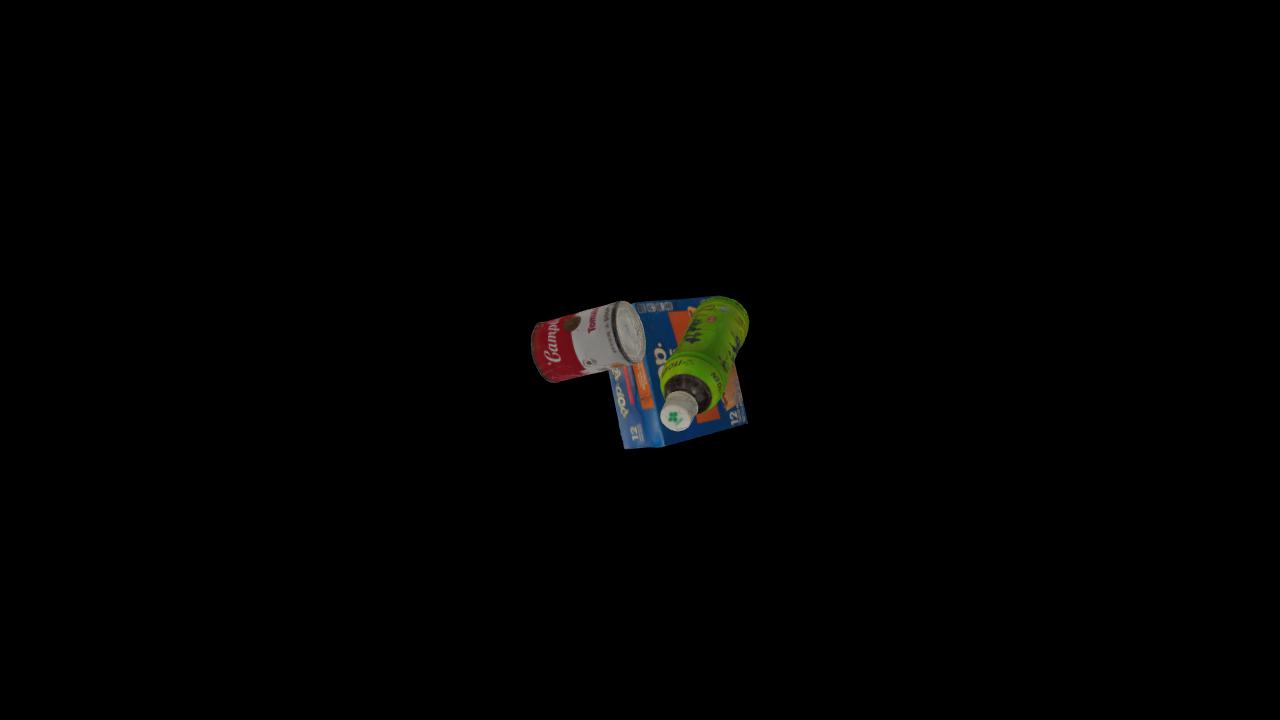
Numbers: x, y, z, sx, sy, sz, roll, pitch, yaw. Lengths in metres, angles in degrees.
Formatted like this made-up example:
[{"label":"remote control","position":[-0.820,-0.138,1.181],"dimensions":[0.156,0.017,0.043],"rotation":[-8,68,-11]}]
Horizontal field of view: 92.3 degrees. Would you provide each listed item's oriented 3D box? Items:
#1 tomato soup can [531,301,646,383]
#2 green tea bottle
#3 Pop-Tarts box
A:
[{"label":"tomato soup can","position":[-0.053,-0.018,0.638],"dimensions":[0.101,0.068,0.068],"rotation":[-13,-5,23]},{"label":"green tea bottle","position":[0.067,0.004,0.665],"dimensions":[0.073,0.073,0.212],"rotation":[0,32,21]},{"label":"Pop-Tarts box","position":[0.041,0.013,0.754],"dimensions":[0.141,0.167,0.083],"rotation":[-9,-6,-37]}]
